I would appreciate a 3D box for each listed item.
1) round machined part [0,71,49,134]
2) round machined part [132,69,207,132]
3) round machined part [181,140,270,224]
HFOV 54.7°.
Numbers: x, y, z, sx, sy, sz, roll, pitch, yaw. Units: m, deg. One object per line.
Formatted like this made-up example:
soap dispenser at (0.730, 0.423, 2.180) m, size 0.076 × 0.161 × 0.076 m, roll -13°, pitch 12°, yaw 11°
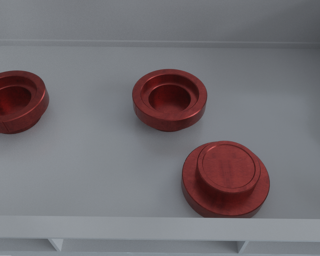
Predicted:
round machined part at (-0.200, -0.030, 0.418) m, size 0.099 × 0.042 × 0.098 m, roll 0°, pitch 50°, yaw 0°
round machined part at (0.013, -0.033, 0.422) m, size 0.099 × 0.042 × 0.098 m, roll 0°, pitch 50°, yaw 0°
round machined part at (0.074, 0.053, 0.350) m, size 0.099 × 0.042 × 0.098 m, roll 0°, pitch 50°, yaw 0°
